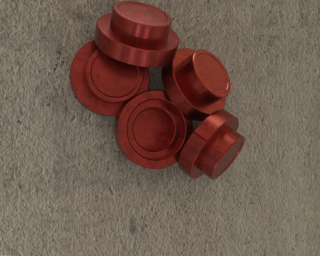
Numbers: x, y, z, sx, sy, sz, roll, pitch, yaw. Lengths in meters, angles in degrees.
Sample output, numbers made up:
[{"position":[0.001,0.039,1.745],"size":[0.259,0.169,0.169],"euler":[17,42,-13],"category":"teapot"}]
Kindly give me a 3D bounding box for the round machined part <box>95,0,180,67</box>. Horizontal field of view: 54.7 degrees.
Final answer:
[{"position":[-0.024,-0.115,0.362],"size":[0.099,0.098,0.042],"euler":[1,132,-20],"category":"round machined part"}]

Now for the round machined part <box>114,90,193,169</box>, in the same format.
[{"position":[-0.010,0.002,0.398],"size":[0.099,0.042,0.097],"euler":[0,90,-21],"category":"round machined part"}]

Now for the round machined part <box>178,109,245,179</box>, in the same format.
[{"position":[0.072,0.028,0.400],"size":[0.042,0.098,0.098],"euler":[38,74,26],"category":"round machined part"}]

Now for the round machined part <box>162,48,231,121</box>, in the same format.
[{"position":[0.053,-0.061,0.399],"size":[0.099,0.042,0.098],"euler":[21,55,-33],"category":"round machined part"}]

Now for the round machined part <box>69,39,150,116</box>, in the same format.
[{"position":[-0.059,-0.064,0.381],"size":[0.099,0.042,0.097],"euler":[0,90,-21],"category":"round machined part"}]
